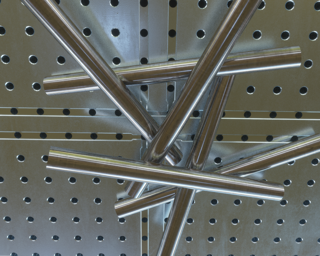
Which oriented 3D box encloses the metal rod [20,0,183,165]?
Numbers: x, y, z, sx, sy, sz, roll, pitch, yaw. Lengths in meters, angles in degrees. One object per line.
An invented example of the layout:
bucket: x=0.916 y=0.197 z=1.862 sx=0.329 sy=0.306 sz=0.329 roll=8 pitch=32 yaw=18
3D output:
metal rod: x=-0.061 y=-0.055 z=0.351 sx=0.025 sy=0.025 sz=0.300 roll=-33 pitch=123 yaw=11

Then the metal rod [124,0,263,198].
metal rod: x=0.033 y=-0.034 z=0.354 sx=0.025 sy=0.025 sz=0.298 roll=26 pitch=114 yaw=-9

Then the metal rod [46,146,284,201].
metal rod: x=0.021 y=0.059 z=0.378 sx=0.302 sy=0.025 sz=0.025 roll=11 pitch=110 yaw=-18

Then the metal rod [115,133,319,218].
metal rod: x=0.079 y=0.070 z=0.439 sx=0.301 sy=0.025 sz=0.025 roll=-20 pitch=109 yaw=7

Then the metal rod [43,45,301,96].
metal rod: x=0.007 y=-0.067 z=0.371 sx=0.301 sy=0.025 sz=0.025 roll=-5 pitch=110 yaw=8

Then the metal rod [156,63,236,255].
metal rod: x=0.044 y=0.057 z=0.412 sx=0.025 sy=0.025 sz=0.298 roll=16 pitch=101 yaw=-6
